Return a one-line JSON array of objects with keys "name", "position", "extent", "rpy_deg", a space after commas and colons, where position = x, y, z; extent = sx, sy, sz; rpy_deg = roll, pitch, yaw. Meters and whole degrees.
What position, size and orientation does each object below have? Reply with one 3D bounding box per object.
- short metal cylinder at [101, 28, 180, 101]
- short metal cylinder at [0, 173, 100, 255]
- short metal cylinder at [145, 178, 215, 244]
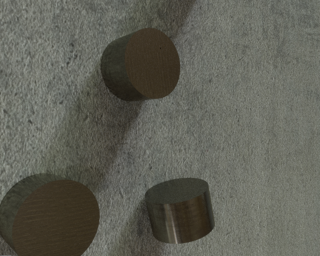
[{"name": "short metal cylinder", "position": [-0.022, -0.073, 0.369], "extent": [0.081, 0.050, 0.080], "rpy_deg": [0, 90, -40]}, {"name": "short metal cylinder", "position": [-0.107, 0.087, 0.299], "extent": [0.081, 0.050, 0.080], "rpy_deg": [0, 90, -40]}, {"name": "short metal cylinder", "position": [0.025, 0.101, 0.390], "extent": [0.081, 0.080, 0.050], "rpy_deg": [-18, 102, -39]}]
